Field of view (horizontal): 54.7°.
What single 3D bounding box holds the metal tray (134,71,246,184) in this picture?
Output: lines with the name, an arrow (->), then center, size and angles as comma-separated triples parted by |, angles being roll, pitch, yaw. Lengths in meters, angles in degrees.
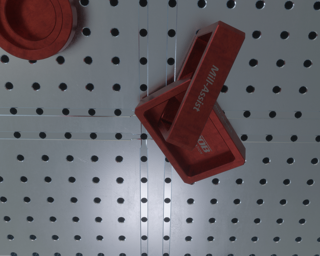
metal tray -> 0.040, 0.004, 0.399 | 0.090, 0.030, 0.130 | -26, 109, 26

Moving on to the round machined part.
round machined part -> -0.144, -0.130, 0.355 | 0.099, 0.042, 0.097 | 0, 110, 0

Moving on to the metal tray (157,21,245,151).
metal tray -> 0.040, -0.048, 0.348 | 0.030, 0.090, 0.129 | 22, 98, -11
